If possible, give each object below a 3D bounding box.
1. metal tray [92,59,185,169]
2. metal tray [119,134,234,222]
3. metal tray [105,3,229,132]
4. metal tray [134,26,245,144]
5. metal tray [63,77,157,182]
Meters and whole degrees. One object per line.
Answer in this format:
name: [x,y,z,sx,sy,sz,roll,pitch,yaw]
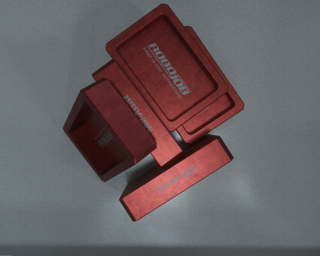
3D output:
metal tray: [-0.024,-0.015,0.376,0.030,0.090,0.130,-37,90,0]
metal tray: [0.018,0.055,0.378,0.130,0.090,0.030,-32,90,0]
metal tray: [0.008,-0.071,0.377,0.090,0.030,0.130,-36,90,0]
metal tray: [0.037,-0.055,0.409,0.090,0.030,0.130,-34,89,1]
metal tray: [-0.065,0.010,0.358,0.030,0.129,0.090,-37,91,-31]
